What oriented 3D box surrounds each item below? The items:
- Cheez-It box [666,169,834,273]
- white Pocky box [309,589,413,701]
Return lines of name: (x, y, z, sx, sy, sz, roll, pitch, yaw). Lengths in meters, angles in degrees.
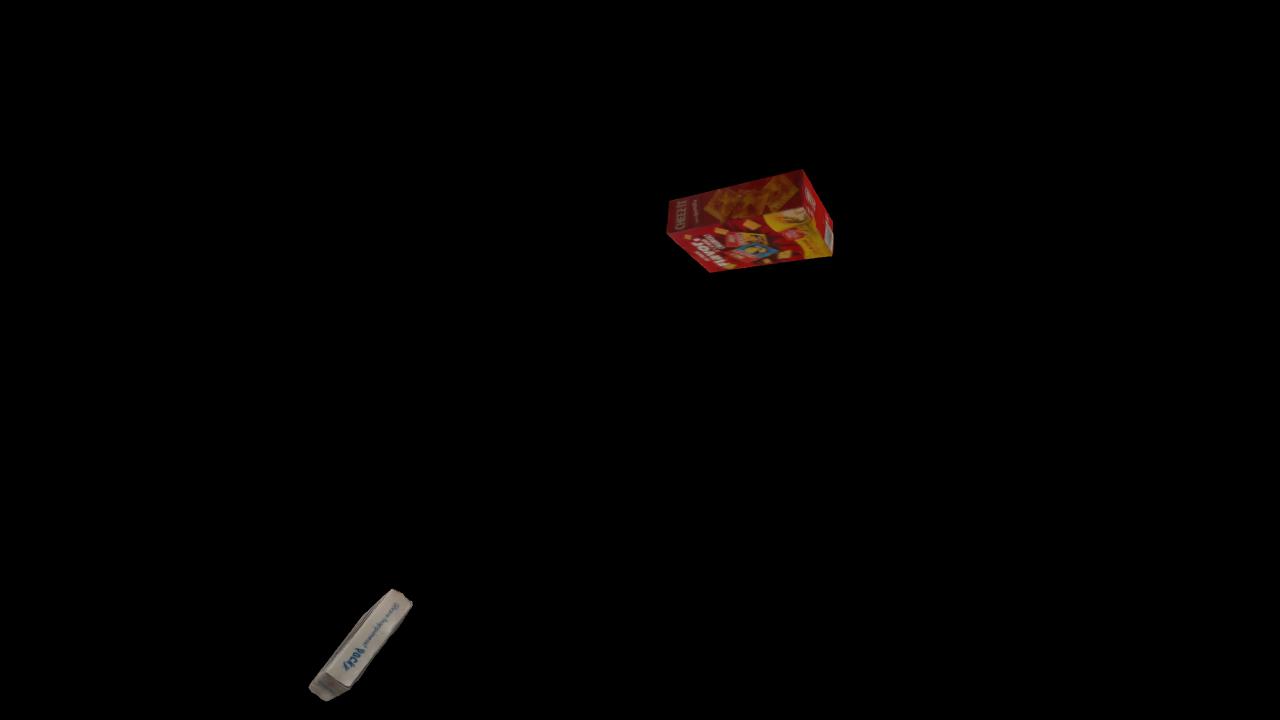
Cheez-It box: (0.177, -0.211, 0.983, 0.223, 0.071, 0.166, -5, -19, 32)
white Pocky box: (-0.269, 0.274, 0.586, 0.154, 0.028, 0.084, -43, 10, 47)
